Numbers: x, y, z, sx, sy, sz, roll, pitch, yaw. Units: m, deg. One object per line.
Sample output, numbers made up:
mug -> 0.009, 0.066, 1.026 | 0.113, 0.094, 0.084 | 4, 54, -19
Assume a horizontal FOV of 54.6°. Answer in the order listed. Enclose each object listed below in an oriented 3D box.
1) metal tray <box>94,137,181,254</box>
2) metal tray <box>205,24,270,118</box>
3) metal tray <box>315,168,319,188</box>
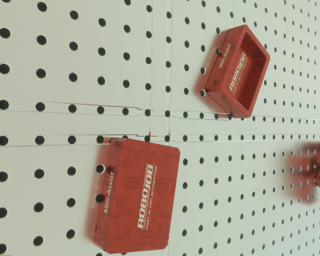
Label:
metal tray -> -0.025, 0.082, 0.385 | 0.091, 0.030, 0.129 | 14, 81, -39
metal tray -> 0.133, -0.092, 0.515 | 0.090, 0.030, 0.130 | 37, 68, -34
metal tray -> 0.435, 0.089, 0.728 | 0.130, 0.090, 0.030 | -50, 120, -28
